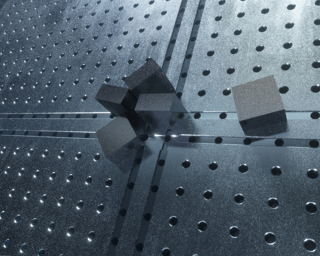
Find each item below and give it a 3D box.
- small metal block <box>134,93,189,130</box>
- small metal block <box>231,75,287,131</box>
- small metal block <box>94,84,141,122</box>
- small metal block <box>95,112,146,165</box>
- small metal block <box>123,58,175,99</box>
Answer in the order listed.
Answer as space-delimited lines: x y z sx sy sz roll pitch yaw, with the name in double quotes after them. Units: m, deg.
0.003 -0.021 0.404 0.050 0.050 0.025 2 63 29 "small metal block"
0.116 -0.029 0.366 0.050 0.025 0.050 -16 55 19 "small metal block"
-0.056 -0.036 0.445 0.050 0.050 0.025 14 70 34 "small metal block"
-0.056 0.014 0.430 0.050 0.025 0.050 -35 51 4 "small metal block"
-0.014 -0.061 0.438 0.050 0.050 0.025 -38 51 3 "small metal block"
